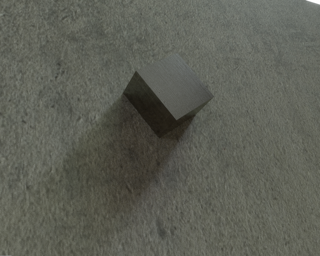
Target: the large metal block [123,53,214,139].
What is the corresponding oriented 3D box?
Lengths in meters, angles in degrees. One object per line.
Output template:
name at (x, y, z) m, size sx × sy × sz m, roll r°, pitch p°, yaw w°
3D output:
large metal block at (0.012, -0.045, 0.421) m, size 0.081 × 0.050 × 0.080 m, roll -32°, pitch 80°, yaw -38°
